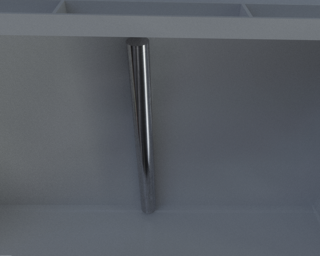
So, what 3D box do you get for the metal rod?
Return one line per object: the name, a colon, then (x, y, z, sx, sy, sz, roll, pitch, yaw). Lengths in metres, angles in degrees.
metal rod: (-0.021, 0.021, 0.426, 0.025, 0.025, 0.298, -1, 130, 0)
